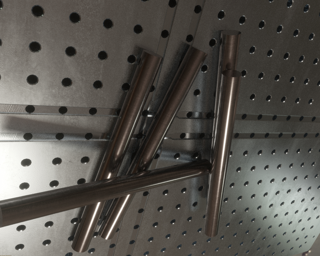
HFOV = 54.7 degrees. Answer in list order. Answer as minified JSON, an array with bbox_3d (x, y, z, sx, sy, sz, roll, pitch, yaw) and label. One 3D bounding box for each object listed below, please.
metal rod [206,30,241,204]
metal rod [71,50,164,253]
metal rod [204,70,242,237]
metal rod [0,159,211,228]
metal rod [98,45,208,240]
[{"bbox_3d":[0.092,0.006,0.467,0.025,0.025,0.298,-15,125,-21],"label":"metal rod"},{"bbox_3d":[-0.063,0.044,0.405,0.025,0.025,0.298,10,114,-33],"label":"metal rod"},{"bbox_3d":[0.090,0.057,0.468,0.025,0.025,0.298,-14,125,-21],"label":"metal rod"},{"bbox_3d":[-0.039,0.071,0.392,0.302,0.025,0.025,-5,122,-42],"label":"metal rod"},{"bbox_3d":[-0.017,0.031,0.422,0.025,0.025,0.298,15,111,-35],"label":"metal rod"}]
